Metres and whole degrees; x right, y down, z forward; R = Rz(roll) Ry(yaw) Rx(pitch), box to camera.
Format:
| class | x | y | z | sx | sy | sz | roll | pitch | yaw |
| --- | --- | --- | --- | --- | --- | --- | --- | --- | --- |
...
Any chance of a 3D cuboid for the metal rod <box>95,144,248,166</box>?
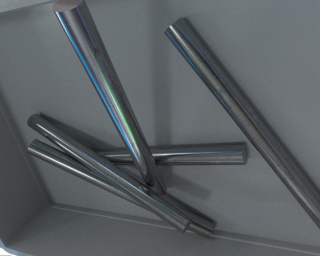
| class | x | y | z | sx | sy | sz | roll | pitch | yaw |
| --- | --- | --- | --- | --- | --- | --- | --- | --- | --- |
| metal rod | -0.028 | 0.042 | 0.447 | 0.300 | 0.025 | 0.025 | -4 | 116 | 29 |

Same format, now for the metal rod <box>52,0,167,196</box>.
| class | x | y | z | sx | sy | sz | roll | pitch | yaw |
| --- | --- | --- | --- | --- | --- | --- | --- | --- | --- |
| metal rod | -0.036 | -0.001 | 0.346 | 0.025 | 0.025 | 0.299 | 9 | 144 | 23 |

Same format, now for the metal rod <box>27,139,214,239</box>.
| class | x | y | z | sx | sy | sz | roll | pitch | yaw |
| --- | --- | --- | --- | --- | --- | --- | --- | --- | --- |
| metal rod | -0.061 | 0.091 | 0.472 | 0.301 | 0.025 | 0.025 | 25 | 128 | 3 |

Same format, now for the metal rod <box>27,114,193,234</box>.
| class | x | y | z | sx | sy | sz | roll | pitch | yaw |
| --- | --- | --- | --- | --- | --- | --- | --- | --- | --- |
| metal rod | -0.085 | 0.056 | 0.451 | 0.300 | 0.025 | 0.025 | 29 | 129 | 22 |

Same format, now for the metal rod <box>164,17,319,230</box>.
| class | x | y | z | sx | sy | sz | roll | pitch | yaw |
| --- | --- | --- | --- | --- | --- | --- | --- | --- | --- |
| metal rod | 0.109 | 0.003 | 0.352 | 0.025 | 0.025 | 0.300 | -34 | 100 | 38 |
